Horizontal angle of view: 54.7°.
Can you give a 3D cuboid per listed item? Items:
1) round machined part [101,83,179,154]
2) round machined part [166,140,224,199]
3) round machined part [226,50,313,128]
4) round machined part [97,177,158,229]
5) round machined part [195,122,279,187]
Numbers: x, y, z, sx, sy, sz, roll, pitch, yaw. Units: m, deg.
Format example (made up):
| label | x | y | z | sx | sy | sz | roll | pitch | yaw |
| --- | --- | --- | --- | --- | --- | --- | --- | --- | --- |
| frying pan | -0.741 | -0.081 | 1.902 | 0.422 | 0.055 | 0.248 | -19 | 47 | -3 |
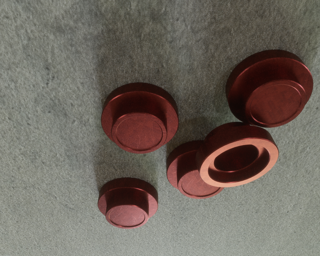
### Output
| label | x | y | z | sx | sy | sz | roll | pitch | yaw |
| --- | --- | --- | --- | --- | --- | --- | --- | --- | --- |
| round machined part | -0.025 | -0.005 | 0.391 | 0.099 | 0.042 | 0.097 | -1 | 130 | 0 |
| round machined part | 0.059 | 0.067 | 0.454 | 0.099 | 0.042 | 0.097 | -1 | 130 | 0 |
| round machined part | 0.130 | -0.039 | 0.365 | 0.099 | 0.042 | 0.097 | -1 | 130 | 0 |
| round machined part | -0.052 | 0.128 | 0.505 | 0.099 | 0.042 | 0.097 | -1 | 130 | 0 |
| round machined part | 0.092 | 0.030 | 0.389 | 0.099 | 0.042 | 0.097 | -7 | 137 | -6 |
